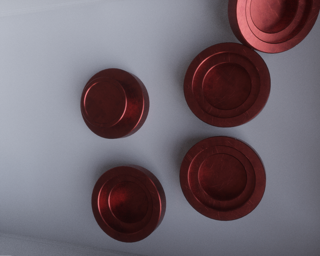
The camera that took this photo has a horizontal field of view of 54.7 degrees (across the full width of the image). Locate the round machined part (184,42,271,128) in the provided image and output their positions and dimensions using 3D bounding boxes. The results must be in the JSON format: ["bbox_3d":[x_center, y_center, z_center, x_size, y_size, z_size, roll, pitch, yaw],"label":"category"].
[{"bbox_3d":[0.081,-0.049,0.372,0.098,0.042,0.097,0,90,19],"label":"round machined part"}]

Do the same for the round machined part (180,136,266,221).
[{"bbox_3d":[0.077,0.058,0.374,0.098,0.042,0.097,0,90,19],"label":"round machined part"}]

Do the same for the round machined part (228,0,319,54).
[{"bbox_3d":[0.121,-0.134,0.342,0.099,0.042,0.097,-5,112,-11],"label":"round machined part"}]

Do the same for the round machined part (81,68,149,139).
[{"bbox_3d":[-0.068,-0.034,0.424,0.098,0.042,0.097,0,90,19],"label":"round machined part"}]

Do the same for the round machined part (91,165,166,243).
[{"bbox_3d":[-0.038,0.097,0.414,0.098,0.042,0.097,0,90,19],"label":"round machined part"}]
